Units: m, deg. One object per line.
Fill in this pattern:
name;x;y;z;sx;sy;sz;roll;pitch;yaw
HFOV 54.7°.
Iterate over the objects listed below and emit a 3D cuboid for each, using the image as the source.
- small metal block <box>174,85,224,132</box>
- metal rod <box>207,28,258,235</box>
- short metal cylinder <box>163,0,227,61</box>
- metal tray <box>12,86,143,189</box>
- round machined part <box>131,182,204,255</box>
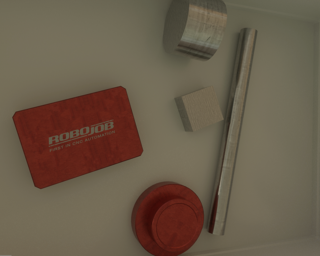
small metal block;0.054;-0.027;0.432;0.050;0.025;0.050;-21;97;-19
metal rod;0.106;0.002;0.451;0.025;0.025;0.298;12;86;-20
short metal cylinder;0.042;-0.130;0.398;0.050;0.080;0.080;8;88;-20
metal tray;-0.095;0.008;0.373;0.131;0.030;0.089;-17;96;-20
round machined part;0.015;0.123;0.408;0.099;0.042;0.097;0;90;-21
